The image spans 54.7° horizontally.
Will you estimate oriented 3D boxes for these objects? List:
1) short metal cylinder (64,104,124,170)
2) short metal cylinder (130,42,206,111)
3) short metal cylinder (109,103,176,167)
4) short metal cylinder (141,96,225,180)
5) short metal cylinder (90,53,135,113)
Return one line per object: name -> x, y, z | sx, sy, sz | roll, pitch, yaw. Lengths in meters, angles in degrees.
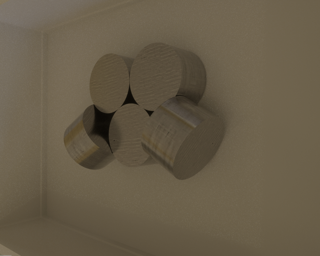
short metal cylinder -> -0.088, 0.013, 0.442 | 0.050, 0.081, 0.080 | -37, 67, 34
short metal cylinder -> 0.009, -0.060, 0.381 | 0.080, 0.050, 0.080 | 0, 90, 40
short metal cylinder -> -0.021, 0.009, 0.406 | 0.080, 0.050, 0.080 | 0, 90, 40
short metal cylinder -> 0.026, 0.011, 0.347 | 0.050, 0.081, 0.079 | 37, 113, 34
short metal cylinder -> -0.053, -0.059, 0.432 | 0.080, 0.050, 0.080 | 0, 90, 40
